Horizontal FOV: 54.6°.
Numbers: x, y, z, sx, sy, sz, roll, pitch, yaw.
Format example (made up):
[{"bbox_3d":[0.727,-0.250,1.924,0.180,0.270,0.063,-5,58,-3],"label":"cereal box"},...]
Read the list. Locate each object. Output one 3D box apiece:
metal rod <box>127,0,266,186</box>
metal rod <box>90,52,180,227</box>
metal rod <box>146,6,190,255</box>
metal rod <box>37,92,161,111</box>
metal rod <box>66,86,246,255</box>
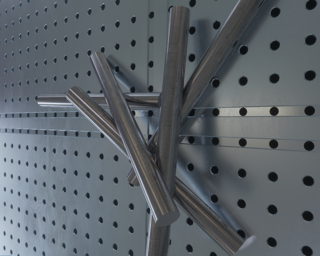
[{"bbox_3d":[0.037,-0.042,0.379,0.025,0.025,0.298,47,118,30],"label":"metal rod"},{"bbox_3d":[-0.046,-0.012,0.396,0.025,0.025,0.300,-54,43,26],"label":"metal rod"},{"bbox_3d":[0.010,0.006,0.360,0.025,0.025,0.299,0,82,40],"label":"metal rod"},{"bbox_3d":[-0.110,-0.044,0.501,0.300,0.025,0.025,5,93,40],"label":"metal rod"},{"bbox_3d":[-0.020,0.041,0.394,0.300,0.025,0.025,41,115,21],"label":"metal rod"}]
